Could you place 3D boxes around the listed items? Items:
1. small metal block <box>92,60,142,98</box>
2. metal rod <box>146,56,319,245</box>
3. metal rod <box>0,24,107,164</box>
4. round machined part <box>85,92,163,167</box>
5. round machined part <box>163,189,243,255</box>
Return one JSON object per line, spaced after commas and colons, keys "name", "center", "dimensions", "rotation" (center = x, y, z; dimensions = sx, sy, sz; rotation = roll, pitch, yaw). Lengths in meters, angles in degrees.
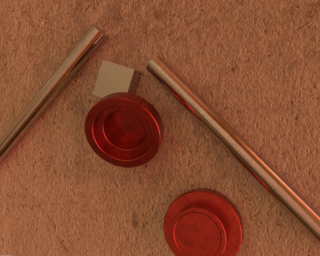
{"name": "small metal block", "center": [-0.059, -0.062, 0.430], "dimensions": [0.050, 0.025, 0.050], "rotation": [20, 97, 18]}
{"name": "metal rod", "center": [0.091, 0.020, 0.376], "dimensions": [0.025, 0.025, 0.300], "rotation": [-47, 76, 14]}
{"name": "metal rod", "center": [-0.186, -0.035, 0.474], "dimensions": [0.299, 0.025, 0.025], "rotation": [-45, 76, 14]}
{"name": "round machined part", "center": [-0.043, -0.001, 0.402], "dimensions": [0.098, 0.042, 0.097], "rotation": [5, 117, 11]}
{"name": "round machined part", "center": [0.050, 0.127, 0.382], "dimensions": [0.098, 0.042, 0.097], "rotation": [0, 90, 20]}
